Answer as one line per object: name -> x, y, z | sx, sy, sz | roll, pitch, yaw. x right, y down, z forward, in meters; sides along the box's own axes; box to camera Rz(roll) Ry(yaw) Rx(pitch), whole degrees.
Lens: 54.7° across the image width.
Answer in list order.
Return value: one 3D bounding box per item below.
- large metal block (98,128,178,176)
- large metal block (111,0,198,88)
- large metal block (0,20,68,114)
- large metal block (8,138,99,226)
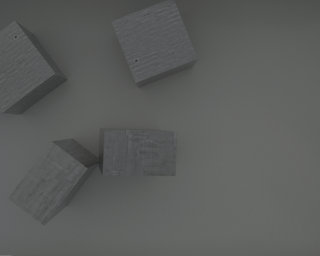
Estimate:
large metal block -> -0.030, 0.027, 0.375 | 0.081, 0.080, 0.050 | 2, 90, -15
large metal block -> -0.007, -0.106, 0.399 | 0.080, 0.050, 0.080 | -22, 90, 0
large metal block -> -0.182, -0.074, 0.397 | 0.080, 0.050, 0.080 | -37, 90, 0
large metal block -> -0.124, 0.061, 0.383 | 0.050, 0.080, 0.080 | 37, 90, 0
